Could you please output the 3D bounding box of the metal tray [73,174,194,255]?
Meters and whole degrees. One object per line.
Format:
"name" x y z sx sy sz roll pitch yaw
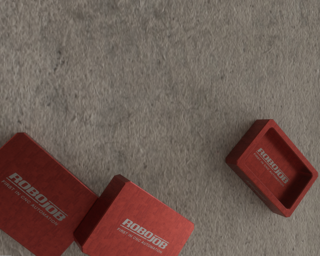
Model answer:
"metal tray" -0.026 0.127 0.381 0.130 0.030 0.090 41 77 -31

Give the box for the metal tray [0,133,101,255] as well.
"metal tray" -0.142 0.078 0.354 0.130 0.030 0.090 46 76 -15

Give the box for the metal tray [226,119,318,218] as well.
"metal tray" 0.172 0.060 0.471 0.130 0.030 0.090 45 76 -15
